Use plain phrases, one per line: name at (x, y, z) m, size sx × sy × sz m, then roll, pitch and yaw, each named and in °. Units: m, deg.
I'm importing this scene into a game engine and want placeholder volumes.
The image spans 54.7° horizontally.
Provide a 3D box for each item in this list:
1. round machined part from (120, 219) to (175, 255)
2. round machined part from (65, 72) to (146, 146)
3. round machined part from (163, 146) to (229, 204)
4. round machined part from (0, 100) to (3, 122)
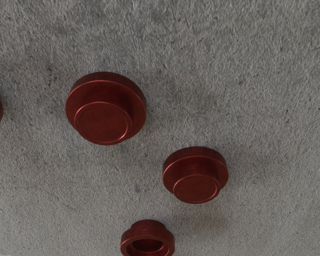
round machined part at (-0.022, 0.205, 0.570) m, size 0.099 × 0.042 × 0.097 m, roll 0°, pitch 130°, yaw 0°
round machined part at (-0.067, -0.016, 0.381) m, size 0.099 × 0.042 × 0.097 m, roll 0°, pitch 130°, yaw 0°
round machined part at (0.053, 0.076, 0.461) m, size 0.099 × 0.042 × 0.097 m, roll 0°, pitch 130°, yaw 0°
round machined part at (-0.237, -0.032, 0.367) m, size 0.099 × 0.042 × 0.097 m, roll 0°, pitch 130°, yaw 0°
